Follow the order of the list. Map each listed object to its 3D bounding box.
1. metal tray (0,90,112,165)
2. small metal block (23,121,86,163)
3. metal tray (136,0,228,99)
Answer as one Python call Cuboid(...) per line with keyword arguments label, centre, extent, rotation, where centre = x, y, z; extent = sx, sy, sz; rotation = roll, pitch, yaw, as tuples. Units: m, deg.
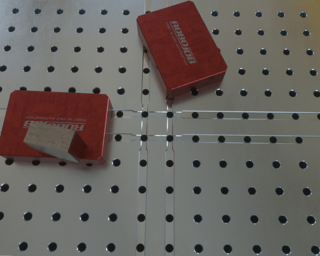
Cuboid(label="metal tray", centre=(-0.134, -0.001, 0.408), extent=(0.131, 0.030, 0.090), rotation=(3, 70, 1))
Cuboid(label="small metal block", centre=(-0.120, 0.017, 0.359), extent=(0.050, 0.050, 0.025), rotation=(13, 71, 4))
Cuboid(label="metal tray", centre=(0.029, -0.116, 0.452), extent=(0.091, 0.030, 0.130), rotation=(-20, 71, -7))
